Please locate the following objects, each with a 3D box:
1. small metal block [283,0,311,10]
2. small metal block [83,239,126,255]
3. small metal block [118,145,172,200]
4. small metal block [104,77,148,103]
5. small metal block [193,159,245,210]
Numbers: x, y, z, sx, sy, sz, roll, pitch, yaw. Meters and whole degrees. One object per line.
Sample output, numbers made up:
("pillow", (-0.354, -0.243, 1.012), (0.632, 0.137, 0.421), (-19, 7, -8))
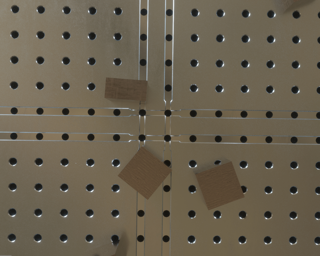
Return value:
("small metal block", (0.189, -0.196, 0.416), (0.050, 0.025, 0.050), (-21, 90, -1))
("small metal block", (-0.074, 0.173, 0.400), (0.050, 0.050, 0.025), (-20, 90, 0))
("small metal block", (-0.019, 0.058, 0.413), (0.050, 0.025, 0.050), (39, 90, -1))
("small metal block", (-0.041, -0.047, 0.400), (0.050, 0.050, 0.025), (4, 90, -1))
("small metal block", (0.078, 0.075, 0.415), (0.050, 0.025, 0.050), (-20, 90, -1))
